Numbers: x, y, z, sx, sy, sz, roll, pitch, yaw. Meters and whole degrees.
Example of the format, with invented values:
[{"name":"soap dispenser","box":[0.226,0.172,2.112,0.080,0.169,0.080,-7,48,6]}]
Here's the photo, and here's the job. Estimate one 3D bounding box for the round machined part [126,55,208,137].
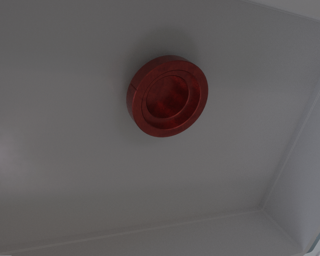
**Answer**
[{"name":"round machined part","box":[0.005,-0.041,0.375,0.099,0.042,0.097,-14,124,-21]}]
